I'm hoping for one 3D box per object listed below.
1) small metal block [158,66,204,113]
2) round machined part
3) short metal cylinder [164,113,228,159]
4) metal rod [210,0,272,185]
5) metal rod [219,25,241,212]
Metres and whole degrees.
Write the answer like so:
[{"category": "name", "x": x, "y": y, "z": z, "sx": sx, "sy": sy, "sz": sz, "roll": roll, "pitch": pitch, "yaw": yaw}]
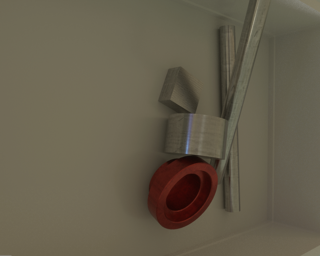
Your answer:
[{"category": "small metal block", "x": 0.030, "y": -0.051, "z": 0.434, "sx": 0.050, "sy": 0.025, "sz": 0.050, "roll": 28, "pitch": 72, "yaw": -37}, {"category": "round machined part", "x": 0.025, "y": 0.079, "z": 0.404, "sx": 0.099, "sy": 0.042, "sz": 0.097, "roll": -18, "pitch": 123, "yaw": -30}, {"category": "short metal cylinder", "x": 0.048, "y": 0.013, "z": 0.413, "sx": 0.081, "sy": 0.080, "sz": 0.050, "roll": 13, "pitch": 81, "yaw": -40}, {"category": "metal rod", "x": 0.105, "y": -0.052, "z": 0.419, "sx": 0.025, "sy": 0.025, "sz": 0.298, "roll": -14, "pitch": 124, "yaw": -39}, {"category": "metal rod", "x": 0.114, "y": -0.014, "z": 0.504, "sx": 0.025, "sy": 0.025, "sz": 0.298, "roll": -4, "pitch": 93, "yaw": -40}]
